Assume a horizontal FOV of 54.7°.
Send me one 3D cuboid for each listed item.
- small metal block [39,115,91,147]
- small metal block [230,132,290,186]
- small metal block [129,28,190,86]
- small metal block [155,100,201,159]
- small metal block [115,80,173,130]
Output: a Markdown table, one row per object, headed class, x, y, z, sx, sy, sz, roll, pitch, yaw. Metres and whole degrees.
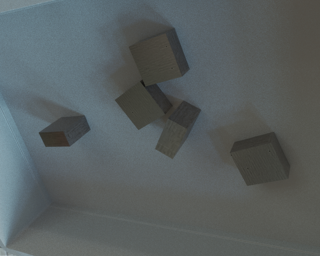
| class | x | y | z | sx | sy | sz | roll | pitch | yaw |
| --- | --- | --- | --- | --- | --- | --- | --- | --- | --- |
| small metal block | -0.143 | 0.005 | 0.469 | 0.050 | 0.050 | 0.025 | -3 | 117 | 29 |
| small metal block | 0.119 | 0.038 | 0.369 | 0.050 | 0.025 | 0.050 | -19 | 109 | 35 |
| small metal block | 0.000 | -0.081 | 0.358 | 0.050 | 0.025 | 0.050 | -10 | 114 | 32 |
| small metal block | 0.023 | 0.002 | 0.381 | 0.025 | 0.050 | 0.050 | 30 | 128 | 9 |
| small metal block | -0.021 | -0.032 | 0.398 | 0.050 | 0.025 | 0.050 | -30 | 102 | 37 |
